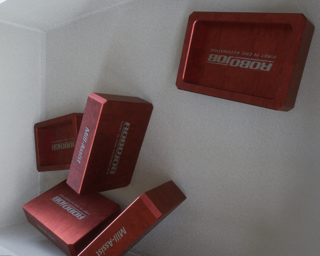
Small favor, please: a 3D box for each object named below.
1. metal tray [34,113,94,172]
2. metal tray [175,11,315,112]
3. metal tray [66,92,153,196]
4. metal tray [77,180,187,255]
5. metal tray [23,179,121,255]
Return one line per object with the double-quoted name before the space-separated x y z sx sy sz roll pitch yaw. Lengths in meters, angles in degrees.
"metal tray" -0.170 0.028 0.540 0.130 0.030 0.089 -10 84 39
"metal tray" 0.084 -0.074 0.333 0.130 0.030 0.089 18 101 38
"metal tray" -0.066 0.021 0.416 0.030 0.091 0.129 28 108 36
"metal tray" -0.035 0.122 0.371 0.130 0.090 0.030 -46 74 16
"metal tray" -0.132 0.129 0.467 0.130 0.091 0.030 18 126 38
